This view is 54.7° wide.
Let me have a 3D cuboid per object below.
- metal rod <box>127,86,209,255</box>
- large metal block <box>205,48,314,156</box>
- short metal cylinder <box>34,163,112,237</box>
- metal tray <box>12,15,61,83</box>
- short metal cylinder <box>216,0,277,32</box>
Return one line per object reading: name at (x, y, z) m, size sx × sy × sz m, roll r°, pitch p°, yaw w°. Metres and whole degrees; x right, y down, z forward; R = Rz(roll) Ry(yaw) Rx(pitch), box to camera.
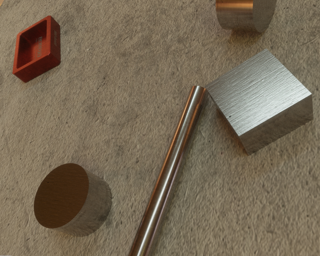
metal rod at (0.000, 0.082, 0.353) m, size 0.025 × 0.025 × 0.300 m, roll 8°, pitch 66°, yaw 32°
large metal block at (0.110, -0.029, 0.348) m, size 0.080 × 0.050 × 0.080 m, roll -31°, pitch 52°, yaw 8°
short metal cylinder at (-0.108, 0.091, 0.389) m, size 0.080 × 0.050 × 0.080 m, roll -13°, pitch 56°, yaw 21°
metal tray at (-0.250, -0.163, 0.631) m, size 0.090 × 0.030 × 0.130 m, roll -24°, pitch 53°, yaw 13°
short metal cylinder at (0.116, -0.171, 0.412) m, size 0.050 × 0.080 × 0.080 m, roll 17°, pitch 71°, yaw 35°
